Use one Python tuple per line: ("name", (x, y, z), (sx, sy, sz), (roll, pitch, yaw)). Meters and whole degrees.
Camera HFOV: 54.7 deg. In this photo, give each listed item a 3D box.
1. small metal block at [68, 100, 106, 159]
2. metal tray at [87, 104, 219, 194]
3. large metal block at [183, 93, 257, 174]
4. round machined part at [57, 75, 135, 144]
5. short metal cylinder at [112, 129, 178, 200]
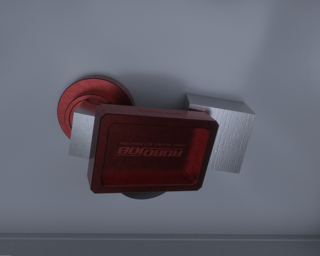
("small metal block", (-0.082, 0.001, 0.350), (0.025, 0.050, 0.050), (12, 110, -5))
("metal tray", (-0.008, 0.025, 0.341), (0.131, 0.030, 0.089), (3, 112, -22))
("large metal block", (0.067, 0.006, 0.398), (0.081, 0.050, 0.079), (9, 110, -4))
("round machined part", (-0.081, -0.015, 0.394), (0.099, 0.042, 0.097), (0, 110, -1))
("short metal cylinder", (-0.021, 0.046, 0.400), (0.081, 0.050, 0.079), (-7, 124, -10))
